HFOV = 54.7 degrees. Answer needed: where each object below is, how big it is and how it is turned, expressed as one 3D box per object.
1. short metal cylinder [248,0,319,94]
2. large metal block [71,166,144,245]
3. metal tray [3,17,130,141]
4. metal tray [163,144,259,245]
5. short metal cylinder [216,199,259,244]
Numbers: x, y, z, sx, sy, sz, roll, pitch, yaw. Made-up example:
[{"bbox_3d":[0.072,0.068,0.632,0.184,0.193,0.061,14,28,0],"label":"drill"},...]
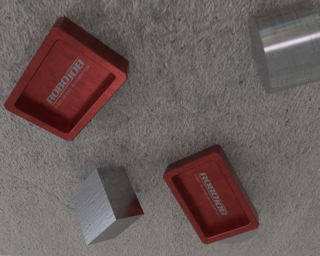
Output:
[{"bbox_3d":[0.123,-0.078,0.305,0.050,0.080,0.080,-15,129,12],"label":"short metal cylinder"},{"bbox_3d":[-0.080,0.113,0.457,0.050,0.080,0.080,5,139,-46],"label":"large metal block"},{"bbox_3d":[-0.109,-0.049,0.360,0.090,0.030,0.129,32,123,-25],"label":"metal tray"},{"bbox_3d":[0.075,0.099,0.454,0.090,0.030,0.130,-27,100,20],"label":"metal tray"},{"bbox_3d":[0.119,0.151,0.521,0.081,0.050,0.079,0,130,0],"label":"short metal cylinder"}]
